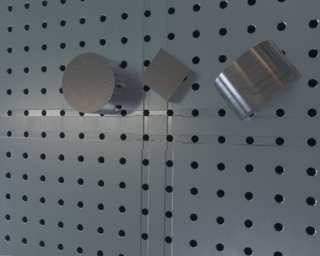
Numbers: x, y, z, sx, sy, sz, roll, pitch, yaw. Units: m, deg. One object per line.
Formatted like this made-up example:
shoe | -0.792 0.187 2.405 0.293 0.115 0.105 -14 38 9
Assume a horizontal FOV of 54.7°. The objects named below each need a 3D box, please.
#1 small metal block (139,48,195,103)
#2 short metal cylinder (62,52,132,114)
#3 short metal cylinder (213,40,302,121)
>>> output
small metal block | 0.010 -0.069 0.409 0.050 0.025 0.050 40 102 15
short metal cylinder | -0.087 -0.059 0.430 0.080 0.050 0.079 0 90 19
short metal cylinder | 0.107 -0.051 0.345 0.080 0.080 0.050 -38 78 16
